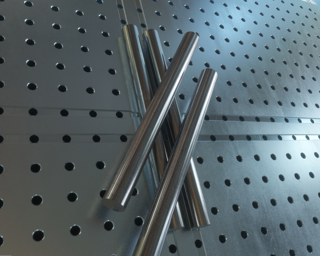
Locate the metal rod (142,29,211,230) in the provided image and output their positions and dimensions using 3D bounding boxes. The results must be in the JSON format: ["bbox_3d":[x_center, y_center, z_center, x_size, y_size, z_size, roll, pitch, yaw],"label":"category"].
[{"bbox_3d":[0.016,-0.016,0.426,0.025,0.025,0.299,1,61,-28],"label":"metal rod"}]

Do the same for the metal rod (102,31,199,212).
[{"bbox_3d":[0.002,-0.033,0.397,0.025,0.025,0.301,31,52,-9],"label":"metal rod"}]

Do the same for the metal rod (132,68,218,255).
[{"bbox_3d":[0.027,0.029,0.372,0.025,0.025,0.301,30,52,-9],"label":"metal rod"}]

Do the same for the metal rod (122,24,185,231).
[{"bbox_3d":[-0.015,-0.018,0.411,0.025,0.025,0.299,1,61,-28],"label":"metal rod"}]
